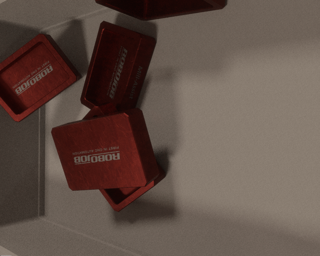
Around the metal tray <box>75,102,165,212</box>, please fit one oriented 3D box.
[{"bbox_3d":[-0.065,0.041,0.429,0.090,0.030,0.130,-41,83,32],"label":"metal tray"}]

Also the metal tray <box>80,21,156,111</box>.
[{"bbox_3d":[-0.065,-0.081,0.454,0.090,0.030,0.129,30,108,35],"label":"metal tray"}]

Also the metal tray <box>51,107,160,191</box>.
[{"bbox_3d":[-0.073,0.030,0.395,0.130,0.030,0.089,-10,100,31],"label":"metal tray"}]

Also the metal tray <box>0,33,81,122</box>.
[{"bbox_3d":[-0.211,-0.082,0.511,0.130,0.030,0.090,-34,103,7],"label":"metal tray"}]

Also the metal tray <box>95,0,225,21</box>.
[{"bbox_3d":[-0.001,-0.159,0.363,0.130,0.091,0.030,8,95,39],"label":"metal tray"}]
